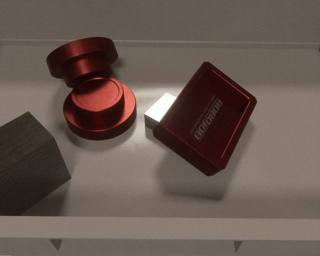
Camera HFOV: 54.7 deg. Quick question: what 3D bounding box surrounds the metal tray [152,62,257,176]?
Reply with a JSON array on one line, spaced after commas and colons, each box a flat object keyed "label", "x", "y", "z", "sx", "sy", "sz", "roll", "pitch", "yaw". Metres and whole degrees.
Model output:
[{"label": "metal tray", "x": 0.061, "y": -0.016, "z": 0.393, "sx": 0.090, "sy": 0.030, "sz": 0.130, "roll": 37, "pitch": 55, "yaw": -2}]

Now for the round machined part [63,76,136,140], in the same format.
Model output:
[{"label": "round machined part", "x": -0.082, "y": -0.034, "z": 0.421, "sx": 0.099, "sy": 0.042, "sz": 0.098, "roll": 0, "pitch": 50, "yaw": 0}]

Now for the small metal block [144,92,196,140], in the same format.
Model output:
[{"label": "small metal block", "x": 0.015, "y": -0.015, "z": 0.418, "sx": 0.050, "sy": 0.025, "sz": 0.050, "roll": 29, "pitch": 56, "yaw": 22}]

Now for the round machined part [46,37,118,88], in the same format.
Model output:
[{"label": "round machined part", "x": -0.106, "y": -0.088, "z": 0.443, "sx": 0.099, "sy": 0.098, "sz": 0.042, "roll": -19, "pitch": 88, "yaw": -16}]

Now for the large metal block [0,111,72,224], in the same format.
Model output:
[{"label": "large metal block", "x": -0.152, "y": 0.042, "z": 0.332, "sx": 0.080, "sy": 0.080, "sz": 0.050, "roll": -37, "pitch": 59, "yaw": -27}]
